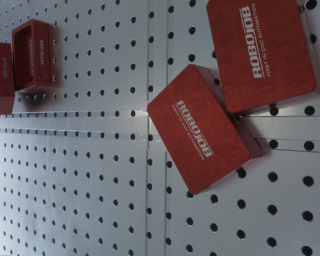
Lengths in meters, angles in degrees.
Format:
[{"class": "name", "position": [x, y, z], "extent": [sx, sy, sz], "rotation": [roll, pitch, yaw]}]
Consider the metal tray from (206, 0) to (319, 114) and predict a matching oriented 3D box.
[{"class": "metal tray", "position": [0.104, -0.087, 0.321], "extent": [0.090, 0.030, 0.129], "rotation": [-16, 80, 39]}]

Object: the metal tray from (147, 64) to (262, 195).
[{"class": "metal tray", "position": [0.046, 0.001, 0.369], "extent": [0.090, 0.030, 0.130], "rotation": [-42, 65, 32]}]

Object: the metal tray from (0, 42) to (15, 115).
[{"class": "metal tray", "position": [-0.331, -0.103, 0.655], "extent": [0.090, 0.030, 0.130], "rotation": [-42, 57, 52]}]

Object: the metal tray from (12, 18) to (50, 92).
[{"class": "metal tray", "position": [-0.261, -0.142, 0.623], "extent": [0.090, 0.030, 0.129], "rotation": [-6, 86, 40]}]
